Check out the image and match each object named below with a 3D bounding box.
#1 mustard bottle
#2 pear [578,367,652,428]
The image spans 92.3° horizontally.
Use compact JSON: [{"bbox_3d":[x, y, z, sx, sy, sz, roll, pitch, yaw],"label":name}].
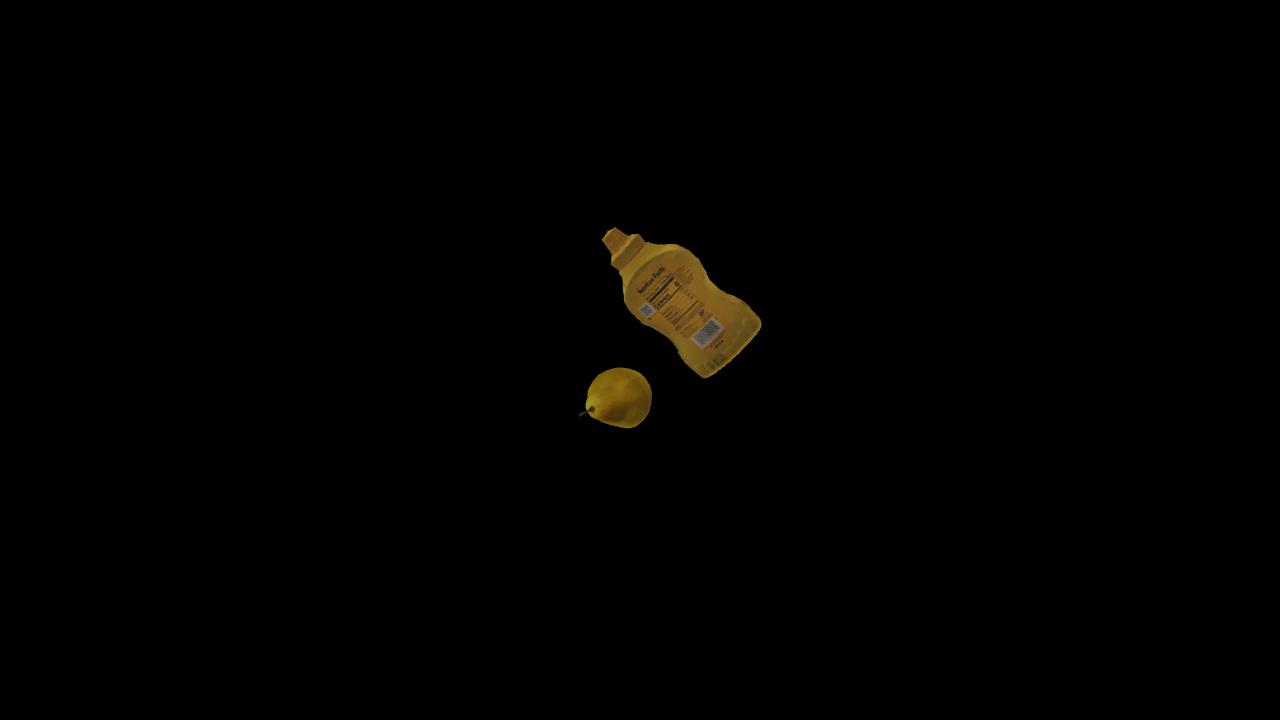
[{"bbox_3d":[0.033,-0.070,0.642,0.092,0.184,0.054,-43,12,25],"label":"mustard bottle"},{"bbox_3d":[-0.032,0.048,0.723,0.080,0.080,0.111,0,7,18],"label":"pear"}]
